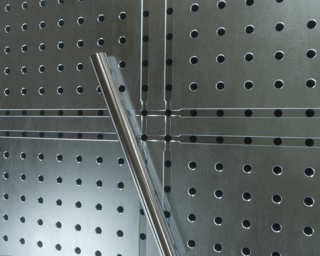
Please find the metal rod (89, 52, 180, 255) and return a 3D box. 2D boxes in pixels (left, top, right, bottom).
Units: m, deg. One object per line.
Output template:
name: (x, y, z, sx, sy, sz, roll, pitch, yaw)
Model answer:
metal rod: (-0.036, 0.037, 0.424, 0.025, 0.025, 0.299, -23, 83, 18)
